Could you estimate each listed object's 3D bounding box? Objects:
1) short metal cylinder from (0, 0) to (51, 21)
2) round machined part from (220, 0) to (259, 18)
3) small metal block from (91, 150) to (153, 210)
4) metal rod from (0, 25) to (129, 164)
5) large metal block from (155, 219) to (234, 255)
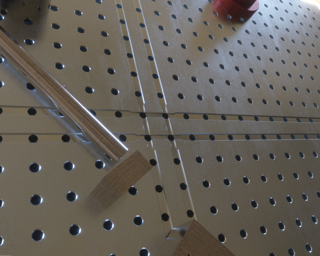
[{"bbox_3d":[-0.184,-0.189,0.408,0.081,0.050,0.080,14,56,-21],"label":"short metal cylinder"},{"bbox_3d":[0.175,-0.289,0.668,0.099,0.042,0.098,14,56,-21],"label":"round machined part"},{"bbox_3d":[-0.041,0.056,0.335,0.025,0.050,0.050,48,51,5],"label":"small metal block"},{"bbox_3d":[-0.153,-0.070,0.367,0.300,0.025,0.025,44,51,2],"label":"metal rod"},{"bbox_3d":[0.034,0.155,0.315,0.080,0.050,0.080,42,51,0],"label":"large metal block"}]
